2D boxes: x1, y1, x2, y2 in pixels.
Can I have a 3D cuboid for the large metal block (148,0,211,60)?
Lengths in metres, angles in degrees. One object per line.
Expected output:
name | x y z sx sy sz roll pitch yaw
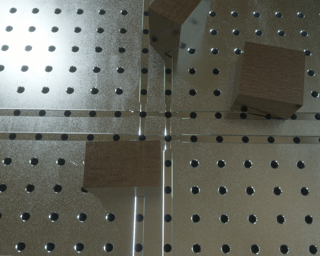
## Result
large metal block | 0.028 -0.159 0.441 0.050 0.080 0.080 33 73 11

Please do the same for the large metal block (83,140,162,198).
large metal block | -0.039 0.051 0.364 0.081 0.080 0.050 -1 70 -1

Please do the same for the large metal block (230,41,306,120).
large metal block | 0.146 -0.064 0.424 0.080 0.050 0.080 11 70 3
